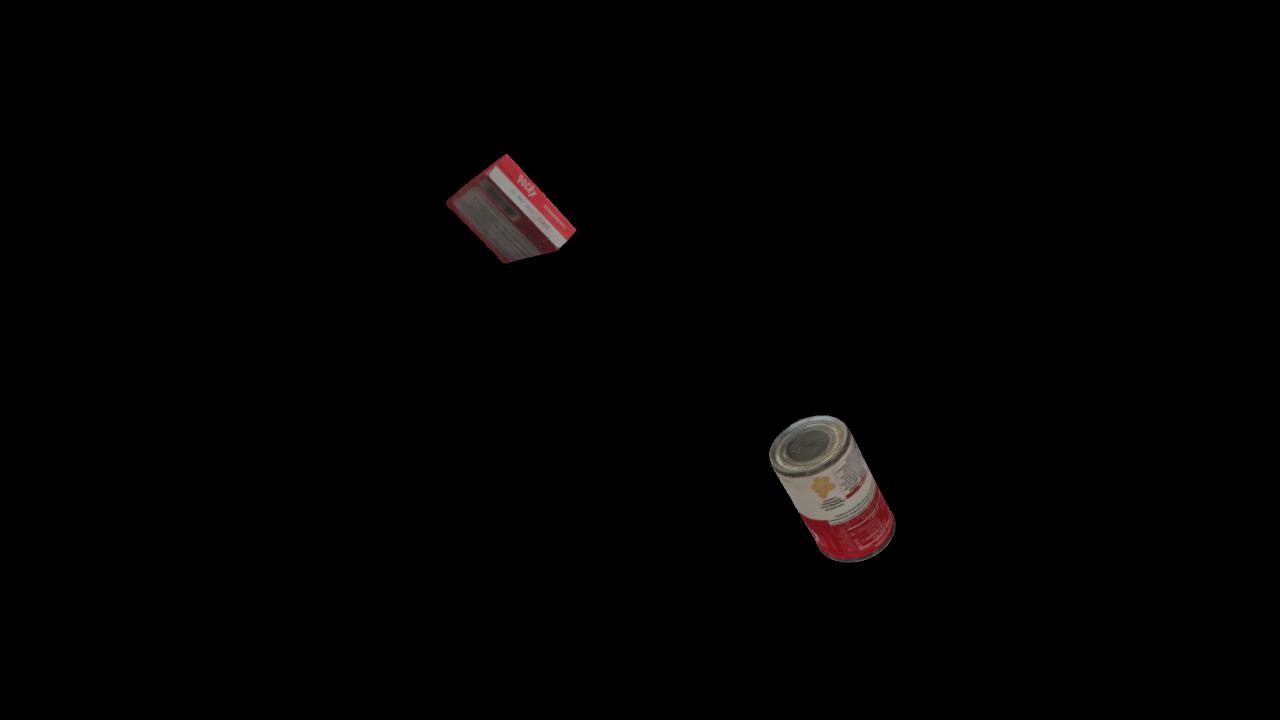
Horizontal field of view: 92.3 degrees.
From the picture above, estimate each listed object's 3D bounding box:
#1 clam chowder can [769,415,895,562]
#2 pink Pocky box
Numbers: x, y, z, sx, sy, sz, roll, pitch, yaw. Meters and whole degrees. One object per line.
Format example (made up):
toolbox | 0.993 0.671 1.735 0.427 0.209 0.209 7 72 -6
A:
clam chowder can | 0.155 0.103 0.495 0.068 0.102 0.068 -27 24 13
pink Pocky box | -0.122 -0.131 0.560 0.084 0.029 0.155 47 -18 -23
